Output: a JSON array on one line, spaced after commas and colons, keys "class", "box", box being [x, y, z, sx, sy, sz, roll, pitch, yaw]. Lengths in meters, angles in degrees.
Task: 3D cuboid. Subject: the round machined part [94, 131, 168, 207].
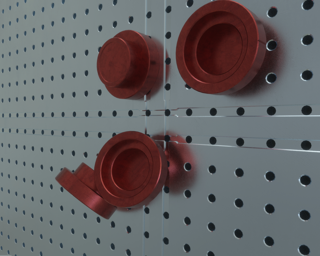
[{"class": "round machined part", "box": [-0.035, 0.056, 0.411, 0.098, 0.042, 0.098, -8, 70, 23]}]

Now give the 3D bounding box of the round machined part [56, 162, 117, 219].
[{"class": "round machined part", "box": [-0.101, 0.087, 0.455, 0.098, 0.098, 0.042, 27, 72, 36]}]

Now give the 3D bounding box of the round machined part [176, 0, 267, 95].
[{"class": "round machined part", "box": [0.069, -0.085, 0.340, 0.098, 0.042, 0.097, 0, 90, 39]}]

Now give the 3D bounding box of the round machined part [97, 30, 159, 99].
[{"class": "round machined part", "box": [-0.052, -0.090, 0.439, 0.098, 0.042, 0.097, 0, 90, 39]}]
